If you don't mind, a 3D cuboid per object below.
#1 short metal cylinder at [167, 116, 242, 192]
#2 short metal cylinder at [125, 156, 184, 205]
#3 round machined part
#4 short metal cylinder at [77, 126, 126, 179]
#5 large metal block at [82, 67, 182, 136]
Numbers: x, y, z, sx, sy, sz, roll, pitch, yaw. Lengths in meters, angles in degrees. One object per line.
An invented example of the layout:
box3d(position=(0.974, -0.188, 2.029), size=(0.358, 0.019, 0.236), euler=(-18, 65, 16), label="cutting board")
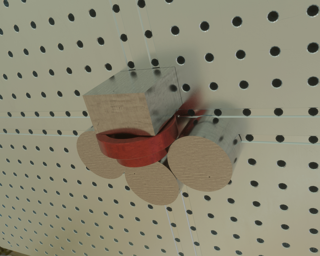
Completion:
box3d(position=(0.056, 0.032, 0.386), size=(0.080, 0.050, 0.079), euler=(13, 124, 21), label="short metal cylinder")
box3d(position=(-0.002, 0.061, 0.434), size=(0.080, 0.050, 0.079), euler=(13, 124, 21), label="short metal cylinder")
box3d(position=(-0.026, 0.013, 0.383), size=(0.098, 0.098, 0.042), euler=(2, 119, 27), label="round machined part")
box3d(position=(-0.072, 0.027, 0.450), size=(0.080, 0.050, 0.079), euler=(13, 124, 21), label="short metal cylinder")
box3d(position=(-0.029, -0.033, 0.370), size=(0.080, 0.080, 0.050), euler=(1, 119, 28), label="large metal block")
